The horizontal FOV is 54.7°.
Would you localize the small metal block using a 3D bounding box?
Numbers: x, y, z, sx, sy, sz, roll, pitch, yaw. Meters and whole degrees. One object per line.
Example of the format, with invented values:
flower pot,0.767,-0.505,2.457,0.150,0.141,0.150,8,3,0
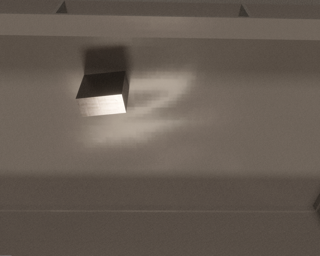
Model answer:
small metal block,-0.064,-0.040,0.358,0.050,0.050,0.025,-5,130,4
